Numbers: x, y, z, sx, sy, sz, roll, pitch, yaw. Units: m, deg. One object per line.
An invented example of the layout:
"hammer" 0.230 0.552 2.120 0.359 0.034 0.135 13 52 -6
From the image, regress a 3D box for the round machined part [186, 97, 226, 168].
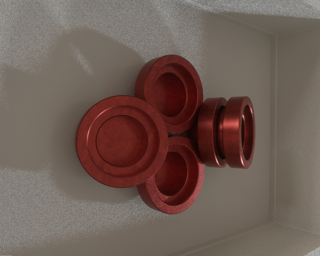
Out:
"round machined part" 0.070 0.006 0.438 0.098 0.042 0.097 2 87 -62

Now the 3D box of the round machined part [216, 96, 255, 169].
"round machined part" 0.100 0.006 0.426 0.098 0.042 0.097 0 90 -62

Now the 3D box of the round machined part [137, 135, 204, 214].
"round machined part" 0.008 0.057 0.400 0.099 0.042 0.097 0 90 -40

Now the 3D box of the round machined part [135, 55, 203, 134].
"round machined part" 0.007 -0.042 0.398 0.099 0.042 0.097 0 90 -40

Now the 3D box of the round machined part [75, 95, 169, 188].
"round machined part" -0.044 0.014 0.343 0.099 0.042 0.097 0 90 -19
